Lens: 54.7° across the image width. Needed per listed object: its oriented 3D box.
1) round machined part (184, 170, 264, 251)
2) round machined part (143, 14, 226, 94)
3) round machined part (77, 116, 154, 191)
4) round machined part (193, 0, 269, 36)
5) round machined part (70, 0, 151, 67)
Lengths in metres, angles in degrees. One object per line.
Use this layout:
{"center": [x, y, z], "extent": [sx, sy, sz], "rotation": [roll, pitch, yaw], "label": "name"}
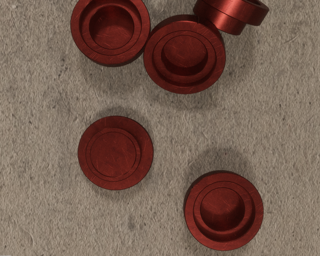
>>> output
{"center": [0.079, 0.103, 0.403], "extent": [0.099, 0.042, 0.097], "rotation": [0, 90, -1], "label": "round machined part"}
{"center": [0.031, -0.094, 0.385], "extent": [0.099, 0.042, 0.097], "rotation": [4, 131, 5], "label": "round machined part"}
{"center": [-0.058, 0.033, 0.401], "extent": [0.099, 0.042, 0.097], "rotation": [0, 90, -1], "label": "round machined part"}
{"center": [0.080, -0.150, 0.383], "extent": [0.098, 0.098, 0.042], "rotation": [28, 122, 0], "label": "round machined part"}
{"center": [-0.061, -0.127, 0.401], "extent": [0.099, 0.042, 0.097], "rotation": [0, 90, -1], "label": "round machined part"}
